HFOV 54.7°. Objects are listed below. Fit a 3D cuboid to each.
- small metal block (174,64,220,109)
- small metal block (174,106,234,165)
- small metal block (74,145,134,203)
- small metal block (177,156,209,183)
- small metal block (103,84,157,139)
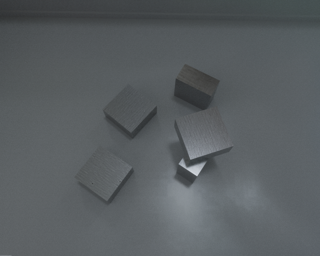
[{"bbox_3d":[0.048,-0.053,0.416,0.050,0.050,0.025,28,73,9],"label":"small metal block"},{"bbox_3d":[0.049,0.009,0.354,0.050,0.025,0.050,-17,71,-7],"label":"small metal block"},{"bbox_3d":[-0.069,0.058,0.388,0.050,0.025,0.050,33,73,11],"label":"small metal block"},{"bbox_3d":[0.046,0.037,0.383,0.025,0.050,0.050,33,73,11],"label":"small metal block"},{"bbox_3d":[-0.040,-0.023,0.417,0.050,0.025,0.050,39,74,12],"label":"small metal block"}]
